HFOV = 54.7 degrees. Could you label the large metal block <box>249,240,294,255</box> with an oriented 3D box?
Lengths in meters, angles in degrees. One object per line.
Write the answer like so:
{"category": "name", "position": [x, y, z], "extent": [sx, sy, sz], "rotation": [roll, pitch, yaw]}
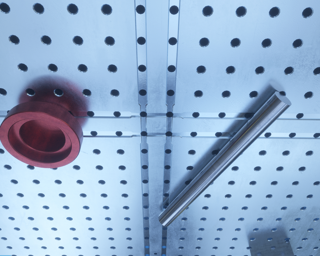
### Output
{"category": "large metal block", "position": [0.238, 0.281, 0.637], "extent": [0.080, 0.050, 0.080], "rotation": [-18, 128, 14]}

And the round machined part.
{"category": "round machined part", "position": [-0.149, 0.004, 0.403], "extent": [0.099, 0.042, 0.097], "rotation": [0, 130, 0]}

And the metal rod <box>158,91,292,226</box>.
{"category": "metal rod", "position": [0.080, 0.063, 0.466], "extent": [0.025, 0.025, 0.298], "rotation": [23, 127, -18]}
